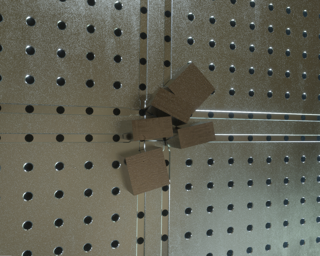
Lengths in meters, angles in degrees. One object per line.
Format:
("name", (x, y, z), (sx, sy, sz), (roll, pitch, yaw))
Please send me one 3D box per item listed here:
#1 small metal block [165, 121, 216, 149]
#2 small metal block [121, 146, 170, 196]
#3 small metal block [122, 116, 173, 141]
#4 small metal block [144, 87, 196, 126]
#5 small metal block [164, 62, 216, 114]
("small metal block", (0.038, 0.008, 0.415), (0.050, 0.050, 0.025), (-13, 95, -20))
("small metal block", (-0.019, 0.055, 0.407), (0.050, 0.025, 0.050), (-14, 95, -20))
("small metal block", (-0.017, 0.000, 0.394), (0.050, 0.050, 0.025), (-6, 93, -20))
("small metal block", (0.011, -0.026, 0.401), (0.050, 0.050, 0.025), (27, 81, -10))
("small metal block", (0.039, -0.054, 0.428), (0.050, 0.025, 0.050), (-47, 105, -14))
